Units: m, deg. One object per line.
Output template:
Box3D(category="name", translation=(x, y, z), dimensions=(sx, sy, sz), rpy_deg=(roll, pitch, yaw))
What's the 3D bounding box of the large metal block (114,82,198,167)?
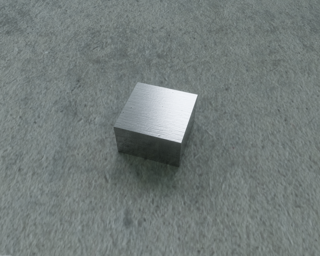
Box3D(category="large metal block", translation=(-0.003, -0.006, 0.392), dimensions=(0.080, 0.050, 0.080), rpy_deg=(14, 51, 11))
